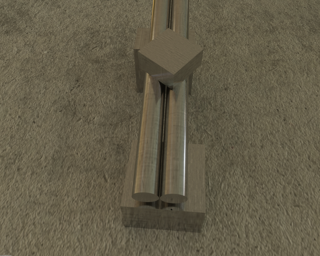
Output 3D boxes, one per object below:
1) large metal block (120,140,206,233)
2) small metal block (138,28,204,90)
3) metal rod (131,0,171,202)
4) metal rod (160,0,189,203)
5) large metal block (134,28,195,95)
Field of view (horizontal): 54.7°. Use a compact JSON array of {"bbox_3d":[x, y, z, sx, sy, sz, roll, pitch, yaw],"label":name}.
[{"bbox_3d":[0.006,0.062,0.336,0.080,0.050,0.080,4,50,3],"label":"large metal block"},{"bbox_3d":[0.012,-0.077,0.343,0.050,0.025,0.050,37,64,20],"label":"small metal block"},{"bbox_3d":[-0.005,-0.062,0.362,0.025,0.025,0.300,3,57,2],"label":"metal rod"},{"bbox_3d":[0.021,-0.061,0.362,0.025,0.025,0.300,3,57,2],"label":"metal rod"},{"bbox_3d":[0.007,-0.095,0.449,0.080,0.080,0.050,3,50,2],"label":"large metal block"}]
